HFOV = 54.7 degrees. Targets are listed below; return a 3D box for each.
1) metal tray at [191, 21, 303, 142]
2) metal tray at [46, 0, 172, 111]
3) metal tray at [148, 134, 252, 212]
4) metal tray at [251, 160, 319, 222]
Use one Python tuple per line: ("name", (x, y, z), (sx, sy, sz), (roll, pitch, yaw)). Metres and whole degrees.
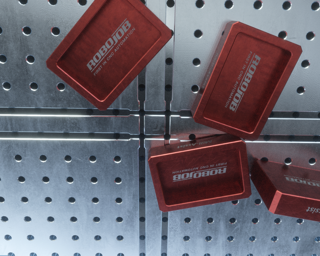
("metal tray", (0.105, -0.057, 0.391), (0.091, 0.030, 0.129), (19, 109, -7))
("metal tray", (-0.060, -0.096, 0.374), (0.090, 0.030, 0.130), (41, 105, -14))
("metal tray", (0.056, 0.063, 0.434), (0.131, 0.030, 0.089), (-11, 110, 3))
("metal tray", (0.198, 0.086, 0.413), (0.131, 0.090, 0.030), (11, 110, -5))
